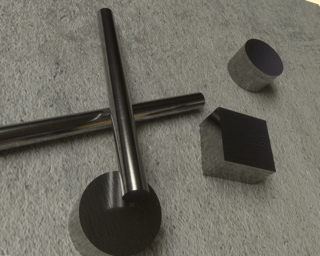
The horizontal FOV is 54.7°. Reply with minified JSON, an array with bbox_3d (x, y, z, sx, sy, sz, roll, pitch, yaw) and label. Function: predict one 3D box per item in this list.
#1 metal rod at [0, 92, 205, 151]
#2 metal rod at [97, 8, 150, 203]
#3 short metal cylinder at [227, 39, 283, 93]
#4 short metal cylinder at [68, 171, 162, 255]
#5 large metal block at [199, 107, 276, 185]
[{"bbox_3d":[-0.064,-0.012,0.376,0.303,0.025,0.025,-13,69,-34],"label":"metal rod"},{"bbox_3d":[-0.052,-0.053,0.372,0.025,0.025,0.300,6,48,-25],"label":"metal rod"},{"bbox_3d":[0.167,-0.109,0.544,0.081,0.050,0.080,14,56,-21],"label":"short metal cylinder"},{"bbox_3d":[-0.045,0.089,0.309,0.081,0.050,0.080,14,56,-21],"label":"short metal cylinder"},{"bbox_3d":[0.104,0.026,0.428,0.081,0.050,0.080,14,56,-21],"label":"large metal block"}]
